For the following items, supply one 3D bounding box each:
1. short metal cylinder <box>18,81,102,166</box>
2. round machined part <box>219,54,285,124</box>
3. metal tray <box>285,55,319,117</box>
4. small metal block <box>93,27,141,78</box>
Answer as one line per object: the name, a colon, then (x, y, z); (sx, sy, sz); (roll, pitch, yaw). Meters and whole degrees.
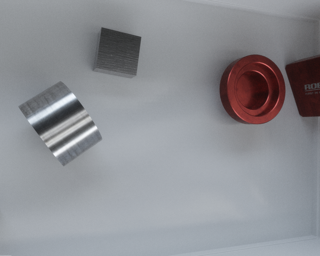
short metal cylinder: (-0.108, -0.004, 0.342); (0.050, 0.080, 0.080); (-37, 102, -16)
round machined part: (0.129, -0.054, 0.451); (0.099, 0.042, 0.097); (0, 90, -21)
metal tray: (0.251, -0.064, 0.450); (0.030, 0.130, 0.090); (-24, 98, -19)
small metal block: (-0.054, -0.093, 0.391); (0.050, 0.025, 0.050); (8, 87, -20)
